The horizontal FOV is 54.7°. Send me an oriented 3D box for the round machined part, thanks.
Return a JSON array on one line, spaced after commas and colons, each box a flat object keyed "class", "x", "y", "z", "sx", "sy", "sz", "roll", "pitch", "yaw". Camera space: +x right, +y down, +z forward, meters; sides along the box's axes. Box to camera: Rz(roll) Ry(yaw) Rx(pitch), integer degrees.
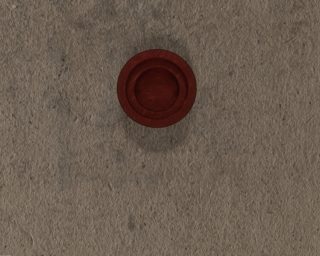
[{"class": "round machined part", "x": -0.004, "y": -0.049, "z": 0.401, "sx": 0.099, "sy": 0.042, "sz": 0.097, "roll": 0, "pitch": 90, "yaw": -1}]
